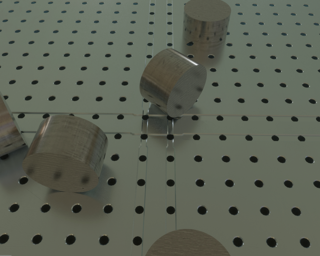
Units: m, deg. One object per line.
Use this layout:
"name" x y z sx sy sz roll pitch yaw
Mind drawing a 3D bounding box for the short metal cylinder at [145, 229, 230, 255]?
"short metal cylinder" 0.024 0.138 0.275 0.081 0.050 0.080 0 50 0

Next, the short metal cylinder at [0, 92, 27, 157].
"short metal cylinder" -0.204 -0.004 0.374 0.050 0.080 0.080 -26 55 -20

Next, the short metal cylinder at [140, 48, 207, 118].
"short metal cylinder" 0.019 -0.061 0.423 0.050 0.080 0.080 37 59 26

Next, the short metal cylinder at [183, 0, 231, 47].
"short metal cylinder" 0.082 -0.189 0.550 0.081 0.050 0.080 0 50 0

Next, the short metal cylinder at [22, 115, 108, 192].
"short metal cylinder" -0.103 0.030 0.346 0.080 0.080 0.050 4 50 3
